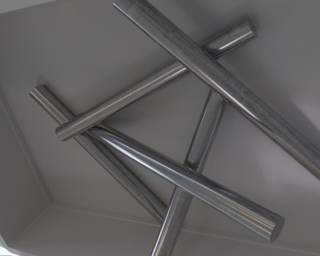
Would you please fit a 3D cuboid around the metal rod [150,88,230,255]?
[{"bbox_3d":[0.024,0.091,0.373,0.025,0.025,0.298,22,101,15],"label":"metal rod"}]

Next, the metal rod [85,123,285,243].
[{"bbox_3d":[-0.002,0.042,0.366,0.300,0.025,0.025,24,131,41],"label":"metal rod"}]

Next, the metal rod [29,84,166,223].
[{"bbox_3d":[-0.084,0.048,0.482,0.300,0.025,0.025,45,129,-4],"label":"metal rod"}]

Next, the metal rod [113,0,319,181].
[{"bbox_3d":[0.080,-0.033,0.317,0.301,0.025,0.025,38,130,-9],"label":"metal rod"}]

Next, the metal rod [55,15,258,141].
[{"bbox_3d":[-0.027,-0.045,0.378,0.300,0.025,0.025,-25,105,31],"label":"metal rod"}]
